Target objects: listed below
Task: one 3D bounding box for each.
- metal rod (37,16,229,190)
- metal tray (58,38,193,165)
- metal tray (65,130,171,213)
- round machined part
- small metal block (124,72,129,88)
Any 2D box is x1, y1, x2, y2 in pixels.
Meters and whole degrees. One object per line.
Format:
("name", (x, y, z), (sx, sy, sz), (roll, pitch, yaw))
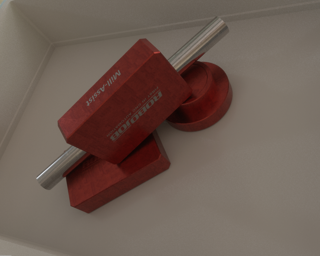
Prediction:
("metal rod", (-0.037, -0.028, 0.388), (0.300, 0.025, 0.025), (-41, 51, 5))
("metal tray", (-0.035, -0.023, 0.345), (0.130, 0.090, 0.030), (-44, 54, 6))
("metal tray", (-0.061, 0.041, 0.406), (0.130, 0.030, 0.090), (-30, 52, 8))
("round machined part", (0.040, -0.048, 0.400), (0.098, 0.042, 0.098), (-13, 56, 20))
("small metal block", (-0.029, -0.050, 0.432), (0.025, 0.050, 0.050), (-38, 51, 2))
